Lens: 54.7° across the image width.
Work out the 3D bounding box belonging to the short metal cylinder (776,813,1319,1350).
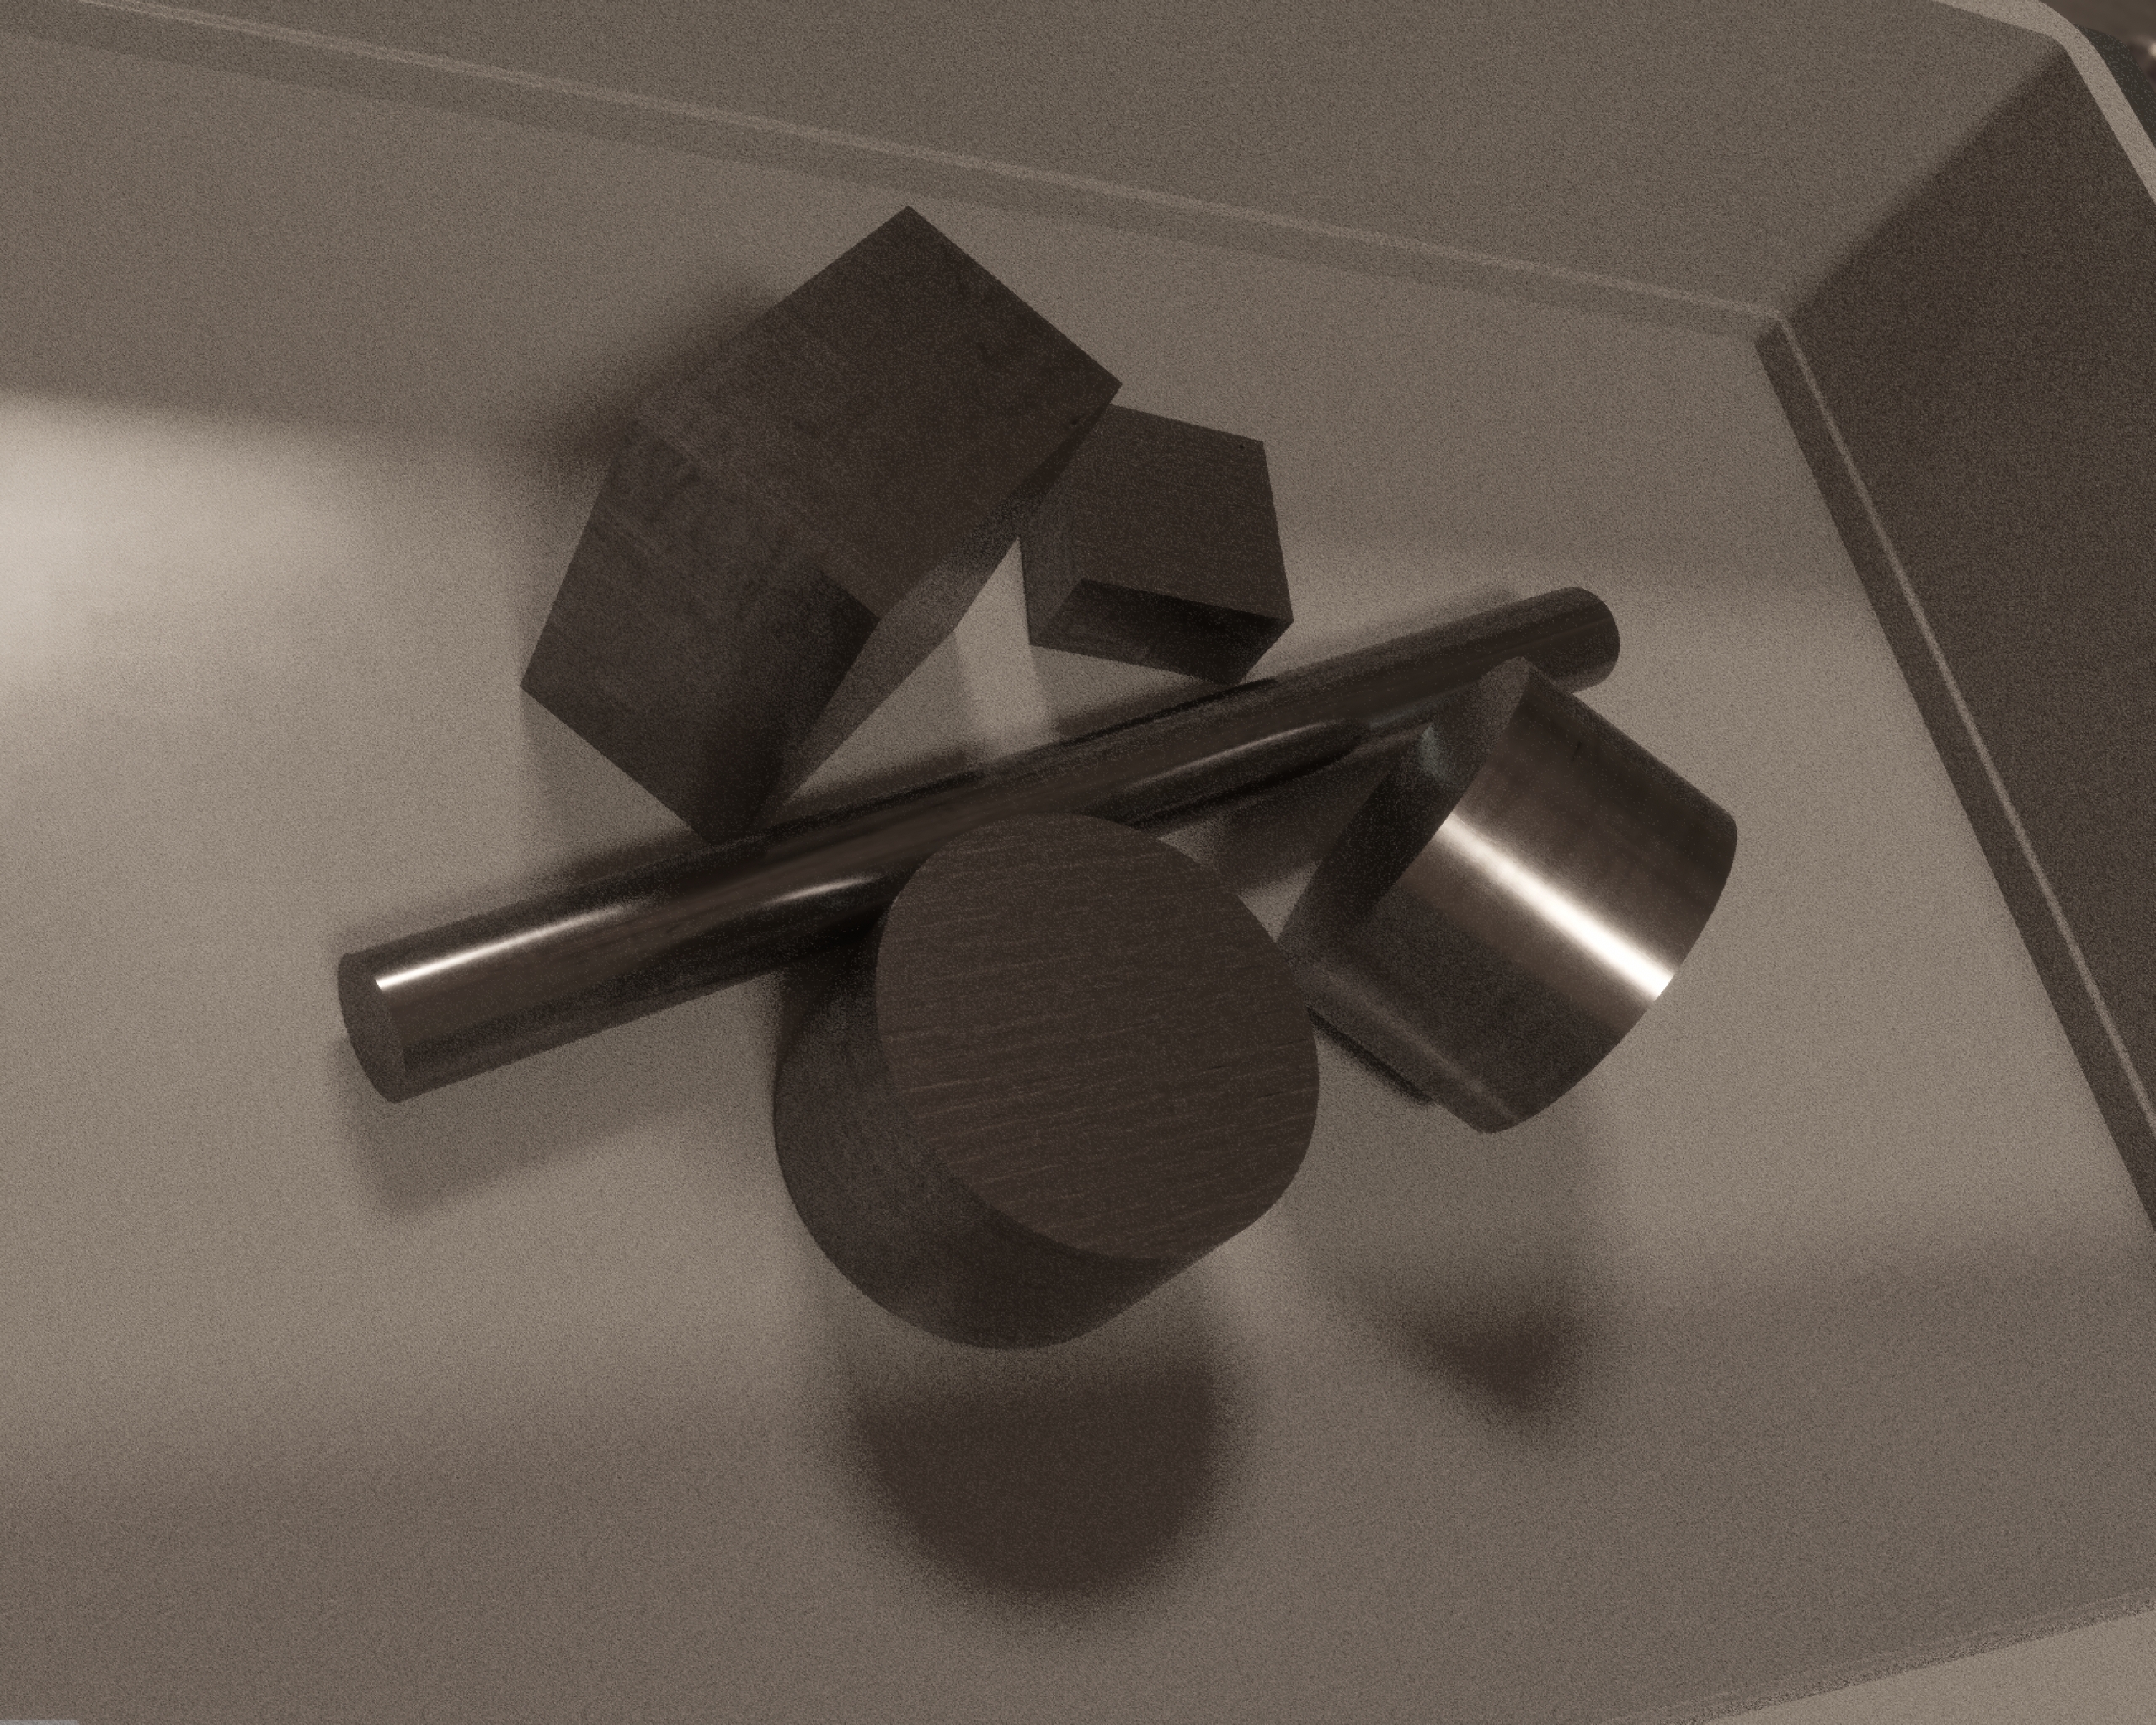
[{"bbox_3d":[-0.006,0.038,0.362,0.081,0.050,0.080,14,56,-21],"label":"short metal cylinder"}]

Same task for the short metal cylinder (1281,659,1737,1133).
[{"bbox_3d":[0.082,0.006,0.412,0.050,0.080,0.080,37,51,-4],"label":"short metal cylinder"}]

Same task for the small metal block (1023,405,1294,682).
[{"bbox_3d":[0.016,-0.071,0.457,0.050,0.025,0.050,8,58,-24],"label":"small metal block"}]

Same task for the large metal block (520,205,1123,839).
[{"bbox_3d":[-0.048,-0.060,0.381,0.050,0.080,0.080,40,51,-2],"label":"large metal block"}]

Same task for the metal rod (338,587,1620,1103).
[{"bbox_3d":[0.005,-0.014,0.417,0.302,0.025,0.025,-19,72,-36],"label":"metal rod"}]
